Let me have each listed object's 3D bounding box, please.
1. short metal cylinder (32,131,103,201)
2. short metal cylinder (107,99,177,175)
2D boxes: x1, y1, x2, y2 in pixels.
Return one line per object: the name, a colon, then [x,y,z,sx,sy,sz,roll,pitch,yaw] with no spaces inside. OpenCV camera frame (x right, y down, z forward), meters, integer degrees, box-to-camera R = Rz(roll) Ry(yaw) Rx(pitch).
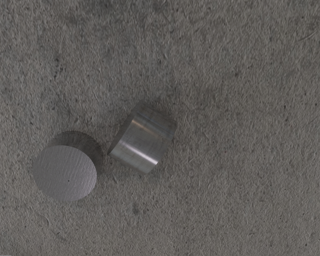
short metal cylinder: [-0.120,0.050,0.414,0.081,0.050,0.079,0,110,0]
short metal cylinder: [-0.023,0.011,0.384,0.050,0.080,0.080,32,107,-11]
